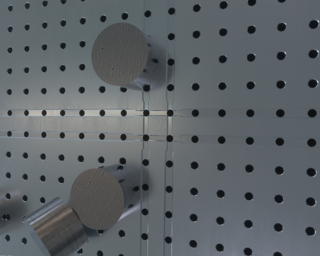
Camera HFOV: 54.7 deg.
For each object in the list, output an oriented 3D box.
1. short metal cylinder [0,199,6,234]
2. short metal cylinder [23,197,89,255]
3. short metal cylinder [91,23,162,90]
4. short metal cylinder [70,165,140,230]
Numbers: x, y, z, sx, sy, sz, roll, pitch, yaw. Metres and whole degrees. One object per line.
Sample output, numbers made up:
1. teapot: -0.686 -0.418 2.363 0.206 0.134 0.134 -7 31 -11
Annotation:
1. short metal cylinder: -0.304 0.149 0.507 0.080 0.050 0.079 0 90 20
2. short metal cylinder: -0.144 0.143 0.429 0.080 0.050 0.079 32 139 33
3. short metal cylinder: -0.043 -0.093 0.414 0.080 0.050 0.079 0 90 20
4. short metal cylinder: -0.074 0.092 0.425 0.080 0.050 0.079 0 90 20
